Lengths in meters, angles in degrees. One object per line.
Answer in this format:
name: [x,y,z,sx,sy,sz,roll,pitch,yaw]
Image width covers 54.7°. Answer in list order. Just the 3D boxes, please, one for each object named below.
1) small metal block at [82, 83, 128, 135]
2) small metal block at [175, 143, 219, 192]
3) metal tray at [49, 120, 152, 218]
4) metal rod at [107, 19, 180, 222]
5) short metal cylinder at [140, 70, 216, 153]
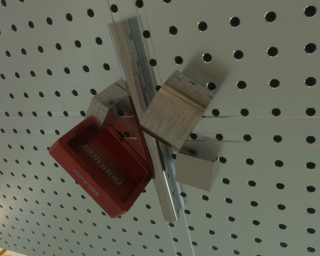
small metal block: [-0.073,-0.026,0.414,0.025,0.050,0.050,36,129,4]
small metal block: [0.049,0.052,0.417,0.050,0.025,0.050,14,124,20]
metal tray: [-0.078,0.050,0.438,0.130,0.090,0.030,48,129,-6]
metal rod: [-0.015,0.008,0.422,0.025,0.025,0.298,0,119,28]
short metal cylinder: [0.021,-0.018,0.352,0.050,0.080,0.079,33,129,6]
